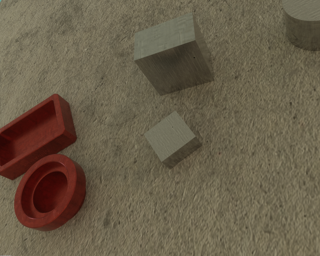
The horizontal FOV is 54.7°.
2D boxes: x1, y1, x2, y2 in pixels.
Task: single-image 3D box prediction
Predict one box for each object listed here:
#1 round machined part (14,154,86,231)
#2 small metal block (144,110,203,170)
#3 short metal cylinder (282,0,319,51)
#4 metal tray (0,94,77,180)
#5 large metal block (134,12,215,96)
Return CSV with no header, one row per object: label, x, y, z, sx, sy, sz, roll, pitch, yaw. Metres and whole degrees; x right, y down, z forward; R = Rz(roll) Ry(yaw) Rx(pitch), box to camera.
round machined part,-0.139,0.087,0.410,0.098,0.042,0.098,-13,56,20
small metal block,0.016,0.015,0.386,0.050,0.025,0.050,-37,51,3
short metal cylinder,0.193,-0.140,0.373,0.080,0.050,0.080,-13,56,20
metal tray,-0.202,0.013,0.495,0.130,0.030,0.090,-31,52,7
large metal block,0.020,-0.095,0.415,0.080,0.080,0.050,-14,56,20
